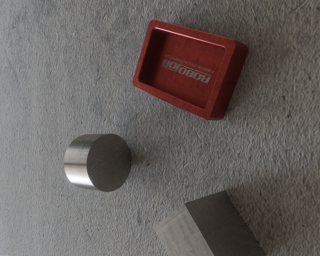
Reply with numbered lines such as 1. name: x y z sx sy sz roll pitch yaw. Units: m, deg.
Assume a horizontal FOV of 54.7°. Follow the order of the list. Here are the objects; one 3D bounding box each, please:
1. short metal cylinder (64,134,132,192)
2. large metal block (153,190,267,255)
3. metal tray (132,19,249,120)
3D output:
1. short metal cylinder: -0.087 0.048 0.441 0.050 0.081 0.080 -2 89 40
2. large metal block: 0.053 0.119 0.325 0.050 0.081 0.080 -46 63 30
3. metal tray: 0.030 -0.073 0.376 0.130 0.030 0.089 28 108 36
